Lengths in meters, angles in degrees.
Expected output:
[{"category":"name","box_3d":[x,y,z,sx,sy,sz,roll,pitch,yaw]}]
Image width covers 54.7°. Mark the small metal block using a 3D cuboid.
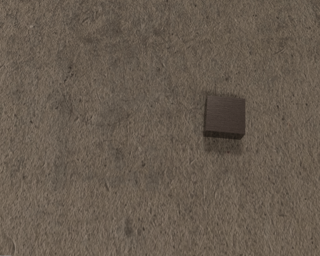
[{"category":"small metal block","box_3d":[0.086,-0.014,0.414,0.050,0.025,0.050,5,70,1]}]
